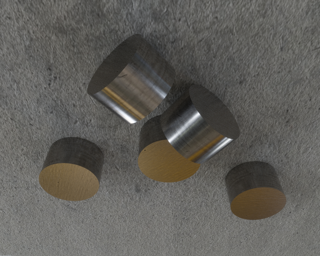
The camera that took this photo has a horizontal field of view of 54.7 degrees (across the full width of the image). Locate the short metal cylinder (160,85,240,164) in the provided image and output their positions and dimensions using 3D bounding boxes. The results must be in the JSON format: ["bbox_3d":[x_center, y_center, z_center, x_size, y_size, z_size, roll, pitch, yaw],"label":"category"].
[{"bbox_3d":[0.048,-0.005,0.367,0.080,0.080,0.050,31,123,-24],"label":"short metal cylinder"}]

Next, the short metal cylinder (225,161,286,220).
[{"bbox_3d":[0.144,0.096,0.474,0.081,0.050,0.079,0,130,0],"label":"short metal cylinder"}]

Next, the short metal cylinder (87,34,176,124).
[{"bbox_3d":[-0.031,-0.051,0.327,0.080,0.080,0.050,-35,122,26],"label":"short metal cylinder"}]

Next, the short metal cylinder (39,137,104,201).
[{"bbox_3d":[-0.123,0.059,0.440,0.081,0.050,0.079,0,130,0],"label":"short metal cylinder"}]

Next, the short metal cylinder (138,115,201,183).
[{"bbox_3d":[0.012,0.028,0.414,0.081,0.050,0.079,0,130,0],"label":"short metal cylinder"}]
